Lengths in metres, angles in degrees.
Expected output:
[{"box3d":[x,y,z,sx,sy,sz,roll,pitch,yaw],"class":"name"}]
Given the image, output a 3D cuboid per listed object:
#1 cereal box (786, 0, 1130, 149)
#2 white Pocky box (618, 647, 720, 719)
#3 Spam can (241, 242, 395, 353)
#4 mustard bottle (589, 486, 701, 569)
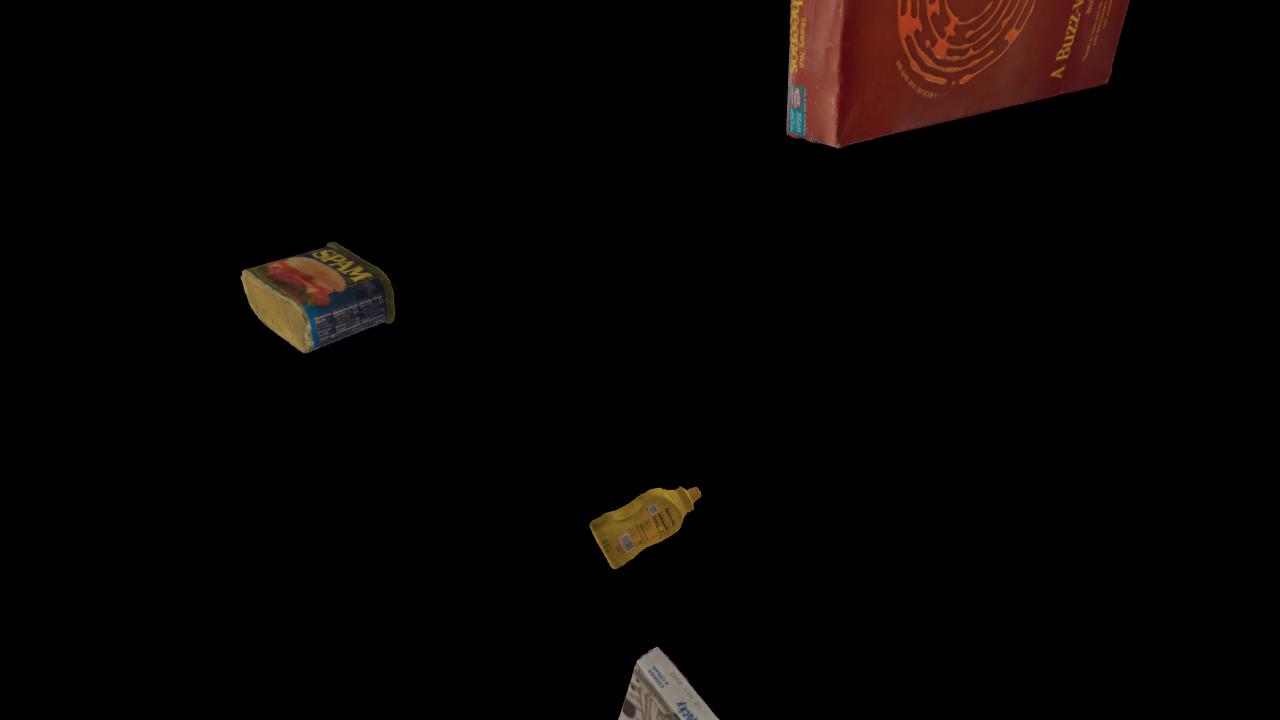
[{"box3d":[0.266,-0.309,0.500,0.306,0.203,0.081,-17,33,-14],"class":"cereal box"},{"box3d":[0.016,0.310,0.486,0.028,0.154,0.084,-14,38,-40],"class":"white Pocky box"},{"box3d":[-0.290,-0.058,0.557,0.101,0.058,0.085,28,39,25],"class":"Spam can"},{"box3d":[0.018,0.256,0.991,0.184,0.092,0.054,-28,18,-8],"class":"mustard bottle"}]
